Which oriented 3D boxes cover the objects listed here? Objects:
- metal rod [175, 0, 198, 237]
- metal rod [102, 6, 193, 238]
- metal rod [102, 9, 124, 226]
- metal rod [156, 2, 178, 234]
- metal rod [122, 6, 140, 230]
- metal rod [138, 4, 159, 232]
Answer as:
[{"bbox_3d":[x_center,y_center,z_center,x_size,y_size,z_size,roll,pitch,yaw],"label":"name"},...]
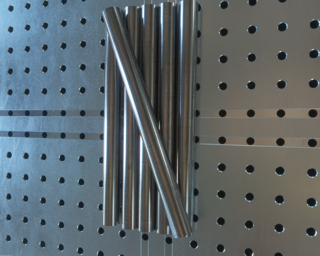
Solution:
[{"bbox_3d":[0.034,-0.012,0.402,0.025,0.025,0.298,1,90,20],"label":"metal rod"},{"bbox_3d":[-0.018,-0.012,0.393,0.025,0.025,0.299,-20,83,19],"label":"metal rod"},{"bbox_3d":[-0.066,-0.015,0.435,0.025,0.025,0.298,1,90,20],"label":"metal rod"},{"bbox_3d":[0.009,-0.012,0.410,0.025,0.025,0.298,1,90,20],"label":"metal rod"},{"bbox_3d":[-0.038,-0.013,0.426,0.025,0.025,0.298,1,90,20],"label":"metal rod"},{"bbox_3d":[-0.016,-0.013,0.417,0.025,0.025,0.298,1,90,20],"label":"metal rod"}]
